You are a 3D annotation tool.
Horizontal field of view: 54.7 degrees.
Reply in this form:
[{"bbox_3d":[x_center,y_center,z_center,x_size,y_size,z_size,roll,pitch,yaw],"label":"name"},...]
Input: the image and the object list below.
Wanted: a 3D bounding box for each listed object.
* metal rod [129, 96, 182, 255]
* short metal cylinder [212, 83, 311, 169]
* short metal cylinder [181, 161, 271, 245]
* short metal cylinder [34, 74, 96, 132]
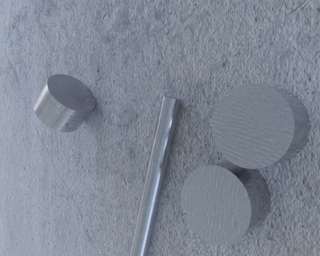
[{"bbox_3d":[-0.015,0.105,0.417,0.025,0.025,0.298,20,102,38],"label":"metal rod"},{"bbox_3d":[0.099,-0.002,0.307,0.080,0.050,0.080,0,90,40],"label":"short metal cylinder"},{"bbox_3d":[0.070,0.077,0.331,0.080,0.050,0.080,0,90,40],"label":"short metal cylinder"},{"bbox_3d":[-0.151,-0.040,0.494,0.050,0.081,0.080,-47,62,30],"label":"short metal cylinder"}]
